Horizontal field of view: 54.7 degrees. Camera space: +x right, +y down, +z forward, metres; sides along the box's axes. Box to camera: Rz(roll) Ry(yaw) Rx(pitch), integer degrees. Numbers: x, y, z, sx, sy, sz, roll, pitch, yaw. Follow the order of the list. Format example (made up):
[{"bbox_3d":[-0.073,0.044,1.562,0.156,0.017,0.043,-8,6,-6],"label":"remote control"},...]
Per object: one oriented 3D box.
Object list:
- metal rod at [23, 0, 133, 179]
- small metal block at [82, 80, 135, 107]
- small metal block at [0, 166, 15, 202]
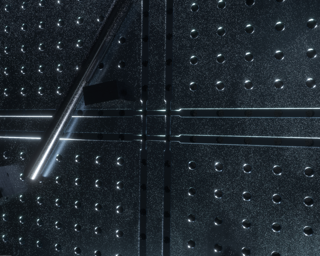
[{"bbox_3d":[-0.124,-0.053,0.454,0.025,0.025,0.299,34,101,16],"label":"metal rod"},{"bbox_3d":[-0.068,-0.045,0.422,0.050,0.050,0.025,-9,87,19],"label":"small metal block"},{"bbox_3d":[-0.273,0.097,0.507,0.050,0.025,0.050,-29,81,17],"label":"small metal block"}]
